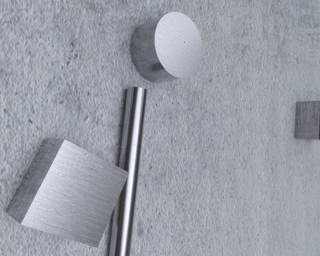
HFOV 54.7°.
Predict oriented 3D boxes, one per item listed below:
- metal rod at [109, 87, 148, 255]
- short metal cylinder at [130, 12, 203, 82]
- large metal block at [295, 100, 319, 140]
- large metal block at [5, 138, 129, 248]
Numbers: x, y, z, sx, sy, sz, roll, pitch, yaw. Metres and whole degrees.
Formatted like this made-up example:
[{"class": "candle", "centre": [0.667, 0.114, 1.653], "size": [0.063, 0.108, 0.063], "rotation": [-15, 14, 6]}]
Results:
[{"class": "metal rod", "centre": [-0.042, 0.100, 0.369], "size": [0.025, 0.025, 0.298], "rotation": [10, 84, -40]}, {"class": "short metal cylinder", "centre": [0.009, -0.101, 0.395], "size": [0.081, 0.050, 0.080], "rotation": [0, 90, -40]}, {"class": "large metal block", "centre": [0.337, -0.013, 0.670], "size": [0.081, 0.050, 0.080], "rotation": [6, 86, -40]}, {"class": "large metal block", "centre": [-0.091, 0.064, 0.313], "size": [0.080, 0.050, 0.080], "rotation": [35, 69, -35]}]
